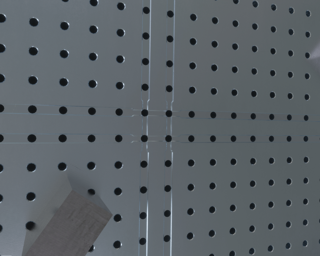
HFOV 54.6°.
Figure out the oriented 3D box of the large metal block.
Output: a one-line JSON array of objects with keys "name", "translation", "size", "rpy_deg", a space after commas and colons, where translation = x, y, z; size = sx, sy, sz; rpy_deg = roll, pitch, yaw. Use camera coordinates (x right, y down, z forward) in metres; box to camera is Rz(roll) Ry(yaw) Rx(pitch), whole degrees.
[{"name": "large metal block", "translation": [-0.104, 0.108, 0.345], "size": [0.050, 0.080, 0.080], "rpy_deg": [38, 78, -16]}]
